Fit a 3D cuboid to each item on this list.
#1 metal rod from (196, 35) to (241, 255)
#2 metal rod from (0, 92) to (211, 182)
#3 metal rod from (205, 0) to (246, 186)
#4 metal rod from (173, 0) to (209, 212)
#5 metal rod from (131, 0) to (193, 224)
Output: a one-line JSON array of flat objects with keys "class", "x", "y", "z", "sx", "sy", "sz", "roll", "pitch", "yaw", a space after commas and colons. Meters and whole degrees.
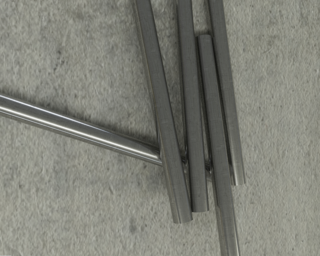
[{"class": "metal rod", "x": 0.076, "y": 0.022, "z": 0.416, "sx": 0.025, "sy": 0.025, "sz": 0.298, "roll": -4, "pitch": 83, "yaw": -20}, {"class": "metal rod", "x": -0.051, "y": 0.019, "z": 0.390, "sx": 0.302, "sy": 0.025, "sz": 0.025, "roll": 20, "pitch": 83, "yaw": -19}, {"class": "metal rod", "x": 0.092, "y": -0.067, "z": 0.444, "sx": 0.025, "sy": 0.025, "sz": 0.298, "roll": -9, "pitch": 93, "yaw": -20}, {"class": "metal rod", "x": 0.040, "y": -0.043, "z": 0.408, "sx": 0.025, "sy": 0.025, "sz": 0.298, "roll": -2, "pitch": 85, "yaw": -20}, {"class": "metal rod", "x": 0.001, "y": -0.032, "z": 0.391, "sx": 0.025, "sy": 0.025, "sz": 0.298, "roll": -10, "pitch": 86, "yaw": -20}]
